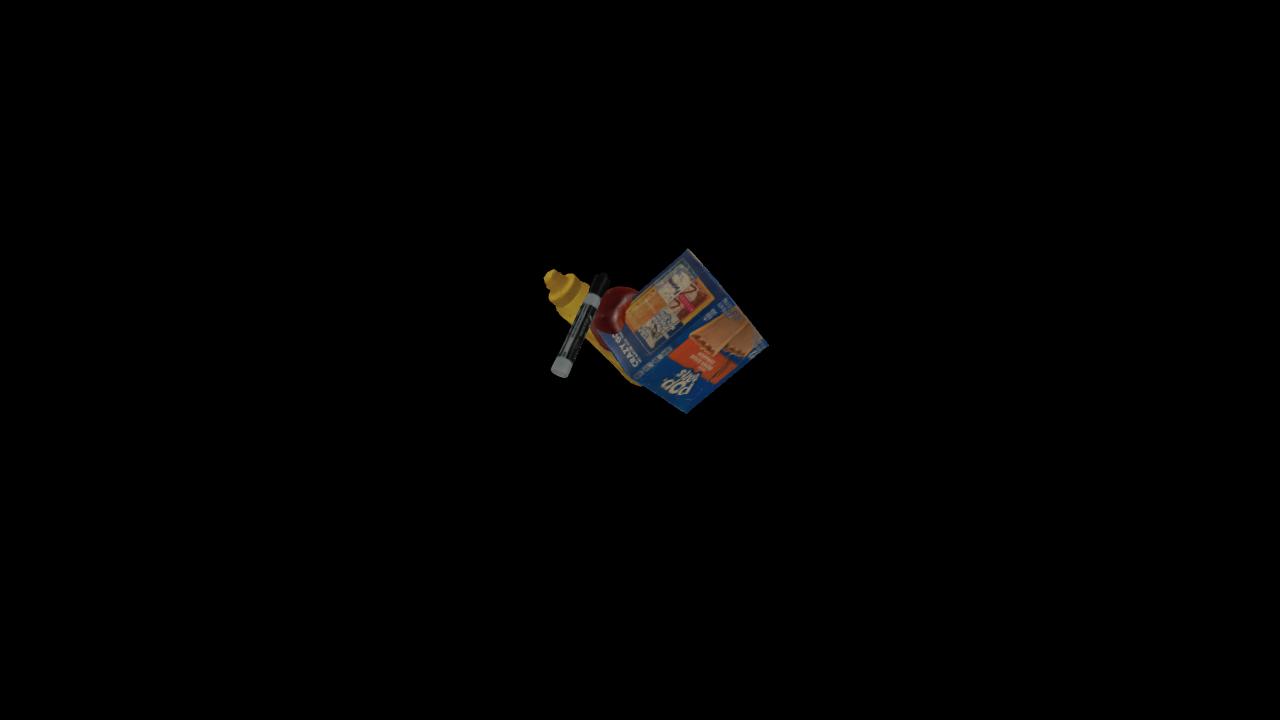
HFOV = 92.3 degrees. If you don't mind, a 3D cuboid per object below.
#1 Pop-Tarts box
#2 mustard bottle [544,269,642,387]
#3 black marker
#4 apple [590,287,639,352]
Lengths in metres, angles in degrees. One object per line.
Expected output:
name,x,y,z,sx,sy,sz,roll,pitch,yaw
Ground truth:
Pop-Tarts box,0.057,-0.026,0.737,0.141,0.083,0.167,-40,-32,9
mustard bottle,-0.052,-0.047,0.761,0.184,0.054,0.092,44,14,-34
black marker,-0.059,-0.038,0.635,0.020,0.121,0.020,20,-20,7
apple,-0.023,-0.047,0.724,0.079,0.079,0.093,0,2,-33
